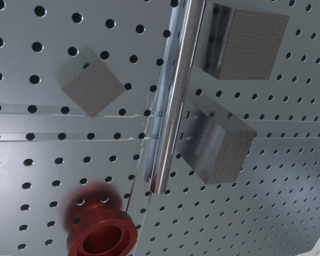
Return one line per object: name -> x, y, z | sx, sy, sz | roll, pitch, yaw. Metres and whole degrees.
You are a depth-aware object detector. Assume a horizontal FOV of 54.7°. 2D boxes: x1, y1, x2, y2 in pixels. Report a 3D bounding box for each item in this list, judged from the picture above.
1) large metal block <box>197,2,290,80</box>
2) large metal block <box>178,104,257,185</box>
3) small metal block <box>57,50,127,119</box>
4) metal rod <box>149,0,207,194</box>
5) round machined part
large metal block -> 0.101, -0.106, 0.384 | 0.081, 0.050, 0.079 | -5, 121, -26
large metal block -> 0.075, 0.020, 0.429 | 0.050, 0.080, 0.079 | 0, 118, -29
small metal block -> -0.074, -0.047, 0.341 | 0.050, 0.025, 0.050 | -41, 130, 0
metal rod -> 0.020, -0.039, 0.397 | 0.025, 0.025, 0.298 | -4, 121, -26
round machined part -> -0.086, 0.155, 0.449 | 0.099, 0.042, 0.097 | -14, 124, -21
